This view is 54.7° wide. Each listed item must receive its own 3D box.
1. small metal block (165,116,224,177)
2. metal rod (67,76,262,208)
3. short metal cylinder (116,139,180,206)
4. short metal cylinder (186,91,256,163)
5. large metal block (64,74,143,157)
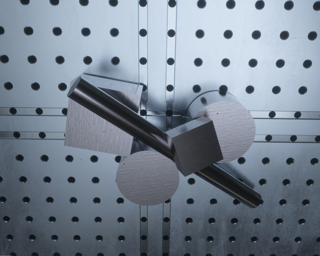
[{"bbox_3d":[0.039,0.020,0.357,0.050,0.025,0.050,-23,109,-11],"label":"small metal block"},{"bbox_3d":[0.025,0.031,0.384,0.301,0.025,0.025,33,107,-27],"label":"metal rod"},{"bbox_3d":[-0.015,0.056,0.417,0.081,0.050,0.079,0,110,0],"label":"short metal cylinder"},{"bbox_3d":[0.075,-0.002,0.396,0.081,0.050,0.079,0,110,0],"label":"short metal cylinder"},{"bbox_3d":[-0.069,-0.017,0.387,0.081,0.050,0.079,10,110,-4],"label":"large metal block"}]
